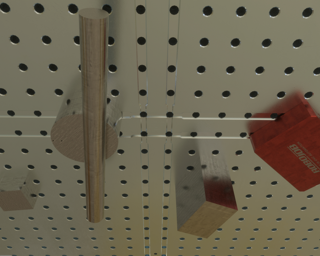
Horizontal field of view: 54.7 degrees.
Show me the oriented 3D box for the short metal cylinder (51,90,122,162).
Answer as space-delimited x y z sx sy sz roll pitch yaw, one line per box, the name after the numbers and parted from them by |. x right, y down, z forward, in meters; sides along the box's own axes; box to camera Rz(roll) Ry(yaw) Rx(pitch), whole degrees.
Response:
-0.091 -0.001 0.393 0.081 0.050 0.079 0 130 0 | short metal cylinder

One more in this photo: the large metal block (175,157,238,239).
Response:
0.065 0.105 0.465 0.050 0.080 0.079 20 127 -16 | large metal block

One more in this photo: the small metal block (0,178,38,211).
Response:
-0.235 0.108 0.501 0.050 0.025 0.050 -5 130 4 | small metal block

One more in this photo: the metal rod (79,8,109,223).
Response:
-0.075 0.016 0.358 0.025 0.025 0.298 6 130 -5 | metal rod

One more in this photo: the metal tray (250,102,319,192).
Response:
0.203 0.032 0.437 0.130 0.030 0.090 37 121 -27 | metal tray
